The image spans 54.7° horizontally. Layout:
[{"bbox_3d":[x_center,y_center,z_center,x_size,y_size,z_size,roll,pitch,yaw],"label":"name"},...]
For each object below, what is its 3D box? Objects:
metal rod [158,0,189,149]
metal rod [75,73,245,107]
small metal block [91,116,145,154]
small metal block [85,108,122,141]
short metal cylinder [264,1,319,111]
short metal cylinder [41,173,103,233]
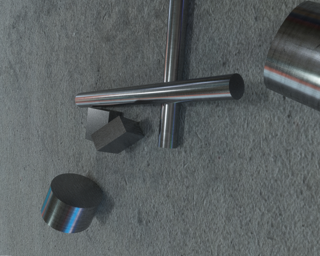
[{"bbox_3d":[0.021,-0.124,0.387,0.025,0.025,0.298,8,95,40],"label":"metal rod"},{"bbox_3d":[-0.028,-0.042,0.401,0.300,0.025,0.025,2,91,48],"label":"metal rod"},{"bbox_3d":[-0.057,0.011,0.428,0.050,0.050,0.025,-33,69,17],"label":"small metal block"},{"bbox_3d":[-0.087,-0.003,0.477,0.050,0.025,0.050,12,98,39],"label":"small metal block"},{"bbox_3d":[0.133,-0.059,0.260,0.050,0.081,0.079,34,111,35],"label":"short metal cylinder"},{"bbox_3d":[-0.136,0.115,0.482,0.080,0.081,0.050,40,114,32],"label":"short metal cylinder"}]
